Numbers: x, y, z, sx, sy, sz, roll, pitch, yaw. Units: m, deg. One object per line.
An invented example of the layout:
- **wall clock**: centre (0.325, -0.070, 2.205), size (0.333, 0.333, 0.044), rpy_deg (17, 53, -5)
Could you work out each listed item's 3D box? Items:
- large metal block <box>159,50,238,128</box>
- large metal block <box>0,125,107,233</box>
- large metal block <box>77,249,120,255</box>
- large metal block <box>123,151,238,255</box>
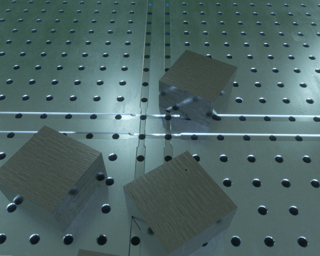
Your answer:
- **large metal block**: centre (0.053, -0.058, 0.441), size (0.080, 0.050, 0.080), rpy_deg (24, 54, 18)
- **large metal block**: centre (-0.118, 0.054, 0.344), size (0.080, 0.050, 0.080), rpy_deg (23, 54, 18)
- **large metal block**: centre (-0.037, 0.156, 0.260), size (0.080, 0.050, 0.080), rpy_deg (7, 50, 6)
- **large metal block**: centre (0.019, 0.083, 0.322), size (0.081, 0.050, 0.080), rpy_deg (-27, 55, -21)
